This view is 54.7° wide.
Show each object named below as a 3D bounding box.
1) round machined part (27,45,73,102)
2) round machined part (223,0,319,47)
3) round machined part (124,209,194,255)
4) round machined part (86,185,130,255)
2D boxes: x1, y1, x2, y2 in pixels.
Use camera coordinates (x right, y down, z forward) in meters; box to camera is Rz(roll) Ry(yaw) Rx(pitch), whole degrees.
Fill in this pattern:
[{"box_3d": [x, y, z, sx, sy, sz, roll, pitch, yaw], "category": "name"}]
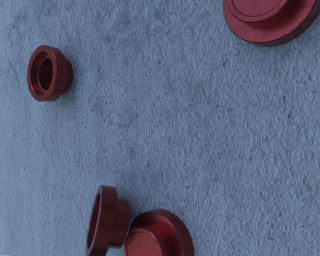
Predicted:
[{"box_3d": [-0.193, -0.095, 0.554, 0.098, 0.042, 0.097, 0, 90, 40], "category": "round machined part"}, {"box_3d": [0.106, -0.134, 0.306, 0.098, 0.042, 0.097, 0, 90, 40], "category": "round machined part"}, {"box_3d": [-0.008, 0.158, 0.401, 0.098, 0.042, 0.097, 0, 90, 40], "category": "round machined part"}, {"box_3d": [-0.072, 0.132, 0.433, 0.098, 0.042, 0.097, -166, 89, -75], "category": "round machined part"}]
